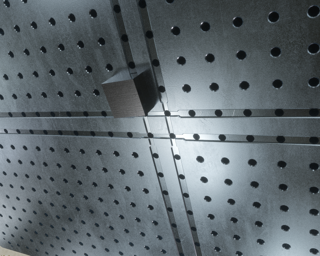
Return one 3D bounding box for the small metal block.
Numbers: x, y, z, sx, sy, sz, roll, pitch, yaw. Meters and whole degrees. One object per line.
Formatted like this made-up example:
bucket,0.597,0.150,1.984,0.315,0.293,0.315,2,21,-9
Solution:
small metal block,-0.042,-0.042,0.408,0.050,0.025,0.050,-4,117,30
